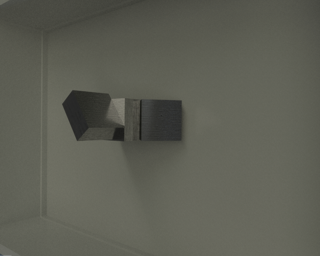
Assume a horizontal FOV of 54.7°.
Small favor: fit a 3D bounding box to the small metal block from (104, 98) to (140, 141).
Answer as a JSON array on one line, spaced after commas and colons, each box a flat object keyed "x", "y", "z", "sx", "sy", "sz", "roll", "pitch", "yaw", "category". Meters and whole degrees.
[{"x": -0.052, "y": -0.010, "z": 0.381, "sx": 0.050, "sy": 0.025, "sz": 0.050, "roll": 1, "pitch": 90, "yaw": 40, "category": "small metal block"}]

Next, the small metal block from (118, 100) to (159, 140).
[{"x": -0.028, "y": -0.010, "z": 0.411, "sx": 0.025, "sy": 0.050, "sz": 0.050, "roll": 1, "pitch": 91, "yaw": 40, "category": "small metal block"}]

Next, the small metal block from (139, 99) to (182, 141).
[{"x": -0.001, "y": -0.009, "z": 0.386, "sx": 0.025, "sy": 0.050, "sz": 0.050, "roll": -178, "pitch": 88, "yaw": -74, "category": "small metal block"}]

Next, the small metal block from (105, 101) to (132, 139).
[{"x": -0.057, "y": -0.011, "z": 0.432, "sx": 0.025, "sy": 0.050, "sz": 0.050, "roll": 1, "pitch": 91, "yaw": 7, "category": "small metal block"}]

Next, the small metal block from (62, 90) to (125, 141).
[{"x": -0.075, "y": -0.014, "z": 0.352, "sx": 0.025, "sy": 0.050, "sz": 0.050, "roll": -43, "pitch": 64, "yaw": 32, "category": "small metal block"}]
